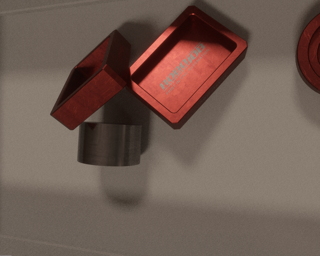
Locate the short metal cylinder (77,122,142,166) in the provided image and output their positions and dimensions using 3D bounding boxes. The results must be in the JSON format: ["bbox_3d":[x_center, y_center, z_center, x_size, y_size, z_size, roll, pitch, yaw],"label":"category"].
[{"bbox_3d":[-0.065,0.019,0.403,0.080,0.080,0.050,4,92,19],"label":"short metal cylinder"}]

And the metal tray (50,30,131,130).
[{"bbox_3d":[-0.081,-0.064,0.384,0.090,0.130,0.030,-36,118,20],"label":"metal tray"}]

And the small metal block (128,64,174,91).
[{"bbox_3d":[-0.009,-0.058,0.413,0.050,0.025,0.050,39,102,15],"label":"small metal block"}]

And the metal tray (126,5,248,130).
[{"bbox_3d":[0.029,-0.074,0.375,0.090,0.030,0.130,41,84,15],"label":"metal tray"}]

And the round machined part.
[{"bbox_3d":[0.199,-0.079,0.332,0.098,0.042,0.097,0,90,19],"label":"round machined part"}]
